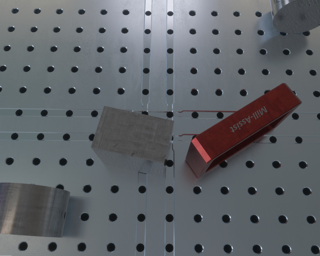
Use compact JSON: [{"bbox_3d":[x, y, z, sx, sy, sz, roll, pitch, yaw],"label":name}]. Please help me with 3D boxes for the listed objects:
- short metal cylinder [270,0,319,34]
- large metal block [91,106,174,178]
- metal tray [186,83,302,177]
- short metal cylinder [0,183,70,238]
[{"bbox_3d":[0.204,-0.183,0.451,0.081,0.080,0.050,0,70,0],"label":"short metal cylinder"},{"bbox_3d":[-0.029,0.020,0.375,0.080,0.080,0.050,12,71,4],"label":"large metal block"},{"bbox_3d":[0.096,0.006,0.375,0.131,0.090,0.030,-31,73,-11],"label":"metal tray"},{"bbox_3d":[-0.146,0.093,0.347,0.080,0.080,0.050,4,70,1],"label":"short metal cylinder"}]
